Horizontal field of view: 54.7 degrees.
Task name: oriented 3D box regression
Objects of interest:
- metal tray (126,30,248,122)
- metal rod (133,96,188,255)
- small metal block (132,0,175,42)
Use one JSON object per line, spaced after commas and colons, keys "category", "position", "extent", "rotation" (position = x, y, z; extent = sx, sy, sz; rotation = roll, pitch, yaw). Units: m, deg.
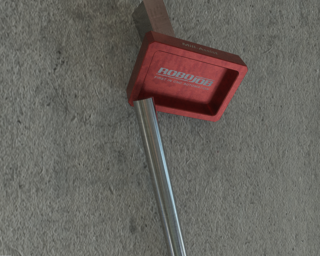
{"category": "metal tray", "position": [0.033, -0.060, 0.392], "extent": [0.131, 0.030, 0.089], "rotation": [10, 126, -20]}
{"category": "metal rod", "position": [0.011, 0.108, 0.398], "extent": [0.025, 0.025, 0.298], "rotation": [-16, 102, -20]}
{"category": "small metal block", "position": [-0.009, -0.131, 0.393], "extent": [0.025, 0.050, 0.050], "rotation": [-22, 98, -19]}
